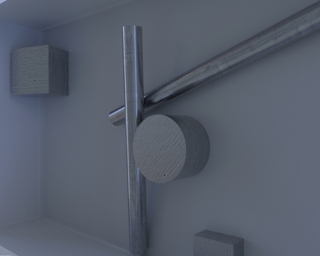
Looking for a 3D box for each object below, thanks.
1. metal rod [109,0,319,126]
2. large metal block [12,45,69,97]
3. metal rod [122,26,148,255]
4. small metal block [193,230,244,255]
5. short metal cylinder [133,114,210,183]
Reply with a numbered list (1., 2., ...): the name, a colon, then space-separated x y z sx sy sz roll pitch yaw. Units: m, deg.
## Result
1. metal rod: 0.045 -0.061 0.368 0.299 0.025 0.025 -23 76 37
2. large metal block: -0.211 -0.097 0.547 0.080 0.050 0.079 0 90 22
3. metal rod: -0.032 0.023 0.406 0.025 0.025 0.298 7 102 39
4. small metal block: 0.066 0.148 0.351 0.050 0.025 0.050 -1 89 39
5. short metal cylinder: 0.013 0.024 0.378 0.080 0.050 0.079 0 90 39
